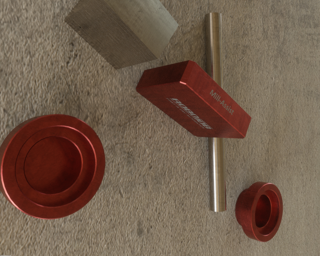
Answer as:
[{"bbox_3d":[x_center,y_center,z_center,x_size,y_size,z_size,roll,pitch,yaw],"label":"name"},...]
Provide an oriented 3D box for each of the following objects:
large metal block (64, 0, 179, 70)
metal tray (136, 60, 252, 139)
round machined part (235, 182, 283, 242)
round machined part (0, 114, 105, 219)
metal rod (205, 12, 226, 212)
[{"bbox_3d":[-0.042,-0.114,0.333,0.080,0.080,0.050,42,65,-32],"label":"large metal block"},{"bbox_3d":[0.044,-0.030,0.399,0.130,0.090,0.030,36,68,-34],"label":"metal tray"},{"bbox_3d":[0.167,0.141,0.534,0.099,0.042,0.097,0,90,-40],"label":"round machined part"},{"bbox_3d":[-0.107,0.035,0.304,0.099,0.042,0.097,0,90,-40],"label":"round machined part"},{"bbox_3d":[0.086,-0.023,0.475,0.025,0.025,0.298,-3,92,-40],"label":"metal rod"}]
